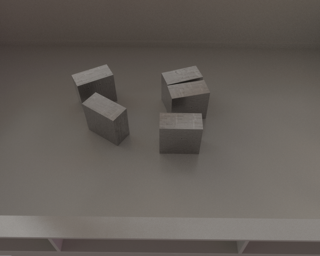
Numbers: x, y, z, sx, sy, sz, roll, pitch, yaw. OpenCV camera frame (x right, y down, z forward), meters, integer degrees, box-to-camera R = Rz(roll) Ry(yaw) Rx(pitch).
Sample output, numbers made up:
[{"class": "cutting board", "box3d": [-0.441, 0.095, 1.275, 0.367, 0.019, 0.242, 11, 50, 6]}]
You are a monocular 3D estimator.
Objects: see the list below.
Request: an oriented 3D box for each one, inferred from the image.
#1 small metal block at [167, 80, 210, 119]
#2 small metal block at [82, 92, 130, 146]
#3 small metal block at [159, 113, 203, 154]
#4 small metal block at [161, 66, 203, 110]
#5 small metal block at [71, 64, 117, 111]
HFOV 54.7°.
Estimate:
[{"class": "small metal block", "box3d": [0.037, -0.034, 0.418, 0.050, 0.050, 0.025, -10, 51, -8]}, {"class": "small metal block", "box3d": [-0.068, -0.011, 0.397, 0.050, 0.050, 0.025, 28, 56, 21]}, {"class": "small metal block", "box3d": [0.025, 0.007, 0.383, 0.050, 0.050, 0.025, 1, 50, 1]}, {"class": "small metal block", "box3d": [0.030, -0.055, 0.435, 0.050, 0.050, 0.025, -14, 52, -12]}, {"class": "small metal block", "box3d": [-0.091, -0.055, 0.435, 0.050, 0.050, 0.025, -22, 54, -17]}]
